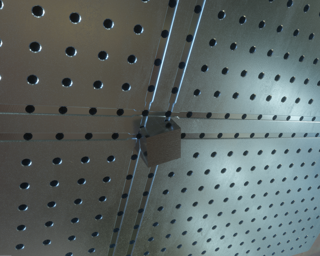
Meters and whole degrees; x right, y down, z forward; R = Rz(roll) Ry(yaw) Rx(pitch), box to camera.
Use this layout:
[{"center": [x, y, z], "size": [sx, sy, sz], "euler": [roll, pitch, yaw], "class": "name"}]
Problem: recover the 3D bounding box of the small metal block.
[{"center": [0.001, 0.021, 0.427], "size": [0.050, 0.025, 0.050], "euler": [-15, 125, -20], "class": "small metal block"}]
